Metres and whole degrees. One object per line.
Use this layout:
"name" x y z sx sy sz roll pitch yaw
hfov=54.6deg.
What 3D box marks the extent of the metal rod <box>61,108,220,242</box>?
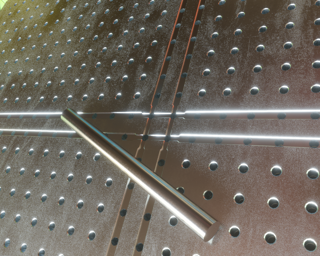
"metal rod" -0.047 0.043 0.407 0.300 0.025 0.025 32 80 38
